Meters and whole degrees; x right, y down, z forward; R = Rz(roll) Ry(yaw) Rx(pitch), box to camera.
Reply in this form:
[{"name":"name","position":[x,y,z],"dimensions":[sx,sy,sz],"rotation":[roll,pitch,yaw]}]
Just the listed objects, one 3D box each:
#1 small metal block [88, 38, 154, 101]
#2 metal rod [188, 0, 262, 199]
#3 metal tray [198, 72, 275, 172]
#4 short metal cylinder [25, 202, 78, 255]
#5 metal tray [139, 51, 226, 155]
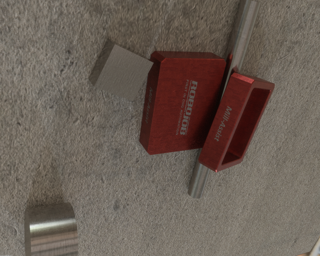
[{"name":"small metal block","position":[-0.044,-0.064,0.345],"dimensions":[0.050,0.025,0.050],"rotation":[18,109,-36]},{"name":"metal rod","position":[0.084,-0.024,0.440],"dimensions":[0.025,0.025,0.298],"rotation":[-3,120,-27]},{"name":"metal tray","position":[0.108,-0.008,0.431],"dimensions":[0.091,0.030,0.129],"rotation":[-5,119,-53]},{"name":"short metal cylinder","position":[-0.136,0.135,0.382],"dimensions":[0.050,0.080,0.079],"rotation":[-1,119,-28]},{"name":"metal tray","position":[0.027,-0.031,0.401],"dimensions":[0.091,0.030,0.129],"rotation":[-5,121,-26]}]
